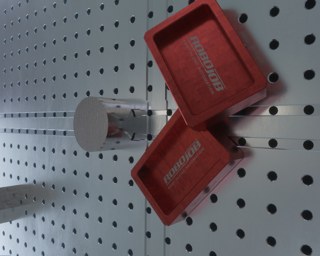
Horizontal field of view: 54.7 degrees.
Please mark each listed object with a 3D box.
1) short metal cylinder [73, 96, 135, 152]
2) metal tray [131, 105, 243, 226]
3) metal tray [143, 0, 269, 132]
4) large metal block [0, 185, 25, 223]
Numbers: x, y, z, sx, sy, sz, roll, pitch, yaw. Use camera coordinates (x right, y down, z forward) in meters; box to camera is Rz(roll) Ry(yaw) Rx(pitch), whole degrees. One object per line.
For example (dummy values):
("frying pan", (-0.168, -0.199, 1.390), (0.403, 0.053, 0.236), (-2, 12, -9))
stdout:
("short metal cylinder", (-0.084, -0.006, 0.463), (0.080, 0.050, 0.079), (0, 90, 40))
("metal tray", (0.027, 0.046, 0.384), (0.090, 0.030, 0.129), (51, 120, 27))
("metal tray", (0.048, -0.072, 0.344), (0.090, 0.030, 0.130), (-29, 70, 12))
("large metal block", (-0.352, 0.169, 0.664), (0.080, 0.081, 0.050), (-44, 64, 31))
